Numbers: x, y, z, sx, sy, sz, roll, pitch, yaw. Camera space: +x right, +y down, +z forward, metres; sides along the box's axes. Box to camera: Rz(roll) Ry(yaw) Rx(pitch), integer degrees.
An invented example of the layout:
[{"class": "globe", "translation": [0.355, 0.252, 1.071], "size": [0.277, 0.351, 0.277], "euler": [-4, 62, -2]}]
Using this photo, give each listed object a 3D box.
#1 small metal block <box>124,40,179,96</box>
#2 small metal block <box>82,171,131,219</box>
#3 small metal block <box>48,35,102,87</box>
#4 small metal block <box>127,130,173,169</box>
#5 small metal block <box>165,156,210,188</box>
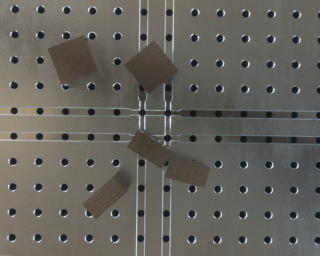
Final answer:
[{"class": "small metal block", "translation": [-0.011, -0.079, 0.413], "size": [0.050, 0.025, 0.050], "euler": [-40, 91, 0]}, {"class": "small metal block", "translation": [-0.067, 0.085, 0.400], "size": [0.050, 0.050, 0.025], "euler": [-42, 90, 0]}, {"class": "small metal block", "translation": [-0.112, -0.088, 0.412], "size": [0.050, 0.025, 0.050], "euler": [-21, 90, -1]}, {"class": "small metal block", "translation": [-0.012, 0.026, 0.401], "size": [0.050, 0.050, 0.025], "euler": [32, 90, -1]}, {"class": "small metal block", "translation": [0.033, 0.054, 0.401], "size": [0.050, 0.050, 0.025], "euler": [15, 90, -1]}]
